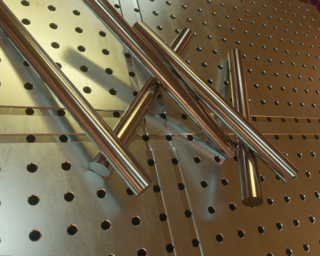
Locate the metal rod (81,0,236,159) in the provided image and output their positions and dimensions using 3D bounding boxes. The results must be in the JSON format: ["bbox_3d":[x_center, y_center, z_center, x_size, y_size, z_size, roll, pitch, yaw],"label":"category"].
[{"bbox_3d":[0.004,-0.071,0.421,0.300,0.025,0.025,46,50,-10],"label":"metal rod"}]

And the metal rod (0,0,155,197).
[{"bbox_3d":[-0.112,-0.046,0.356,0.025,0.025,0.300,-31,73,-38],"label":"metal rod"}]

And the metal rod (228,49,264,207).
[{"bbox_3d":[0.124,-0.023,0.468,0.025,0.025,0.300,21,46,-16],"label":"metal rod"}]

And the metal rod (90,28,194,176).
[{"bbox_3d":[-0.010,-0.057,0.438,0.025,0.025,0.301,34,51,-7],"label":"metal rod"}]

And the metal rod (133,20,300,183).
[{"bbox_3d":[0.064,-0.045,0.423,0.025,0.025,0.300,-30,69,-38],"label":"metal rod"}]
